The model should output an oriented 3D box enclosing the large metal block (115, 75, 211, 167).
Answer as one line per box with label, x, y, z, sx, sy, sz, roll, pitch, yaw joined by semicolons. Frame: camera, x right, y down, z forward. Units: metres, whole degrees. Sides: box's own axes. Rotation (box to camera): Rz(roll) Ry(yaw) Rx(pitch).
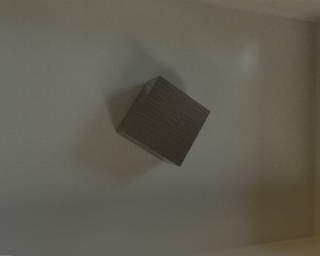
large metal block;0.003;-0.008;0.395;0.080;0.050;0.080;33;79;-17
